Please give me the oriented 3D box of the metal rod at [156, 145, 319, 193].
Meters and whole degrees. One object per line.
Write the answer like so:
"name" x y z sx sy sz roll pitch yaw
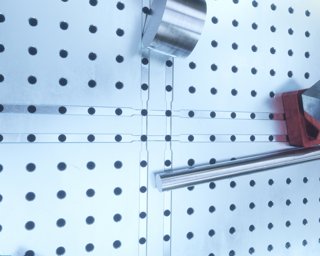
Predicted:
"metal rod" 0.139 0.056 0.463 0.303 0.025 0.025 -7 93 -20

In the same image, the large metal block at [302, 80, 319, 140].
"large metal block" 0.265 -0.033 0.465 0.080 0.050 0.080 -36 124 -17

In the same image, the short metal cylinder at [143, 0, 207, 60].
"short metal cylinder" 0.016 -0.132 0.389 0.050 0.080 0.080 14 86 -20

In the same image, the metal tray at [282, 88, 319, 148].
"metal tray" 0.269 -0.025 0.508 0.131 0.030 0.089 -12 94 -20

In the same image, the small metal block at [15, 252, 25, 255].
"small metal block" -0.157 0.180 0.355 0.050 0.025 0.050 35 79 -17
